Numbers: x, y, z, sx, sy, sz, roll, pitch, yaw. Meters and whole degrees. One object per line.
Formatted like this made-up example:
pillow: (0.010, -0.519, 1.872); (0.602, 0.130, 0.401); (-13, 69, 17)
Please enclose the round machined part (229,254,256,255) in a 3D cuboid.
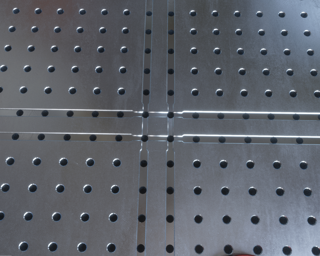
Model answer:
round machined part: (0.096, 0.189, 0.334); (0.099, 0.042, 0.098); (0, 70, 0)
